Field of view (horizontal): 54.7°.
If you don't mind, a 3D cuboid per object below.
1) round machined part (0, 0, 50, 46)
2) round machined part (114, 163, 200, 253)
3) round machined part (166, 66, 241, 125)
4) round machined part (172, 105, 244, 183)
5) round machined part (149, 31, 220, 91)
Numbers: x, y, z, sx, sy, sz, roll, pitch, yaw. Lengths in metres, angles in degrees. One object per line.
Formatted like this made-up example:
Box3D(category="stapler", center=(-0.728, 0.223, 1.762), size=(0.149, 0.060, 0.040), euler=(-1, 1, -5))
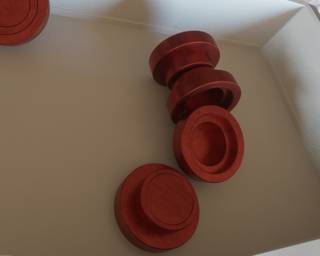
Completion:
Box3D(category="round machined part", center=(-0.182, -0.147, 0.366), size=(0.099, 0.042, 0.097), euler=(-2, 100, -13))
Box3D(category="round machined part", center=(0.002, 0.084, 0.346), size=(0.099, 0.042, 0.098), euler=(14, 56, -21))
Box3D(category="round machined part", center=(0.055, -0.045, 0.419), size=(0.099, 0.097, 0.042), euler=(-1, 55, -29))
Box3D(category="round machined part", center=(0.058, 0.021, 0.401), size=(0.099, 0.042, 0.097), euler=(4, 81, -28))
Box3D(category="round machined part", center=(0.037, -0.085, 0.432), size=(0.099, 0.097, 0.042), euler=(-2, 62, -30))
